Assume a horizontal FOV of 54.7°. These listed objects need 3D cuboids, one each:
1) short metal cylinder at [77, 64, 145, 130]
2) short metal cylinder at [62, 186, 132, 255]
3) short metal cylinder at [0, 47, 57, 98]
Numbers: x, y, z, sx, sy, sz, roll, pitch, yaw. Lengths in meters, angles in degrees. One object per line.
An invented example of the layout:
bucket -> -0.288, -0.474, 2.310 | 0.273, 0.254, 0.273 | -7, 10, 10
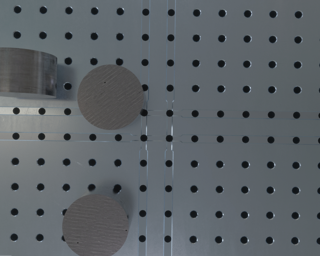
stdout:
short metal cylinder -> -0.060, -0.038, 0.400 | 0.081, 0.050, 0.079 | 0, 90, 0
short metal cylinder -> -0.078, 0.120, 0.400 | 0.081, 0.050, 0.079 | 0, 90, 0
short metal cylinder -> -0.170, -0.065, 0.384 | 0.081, 0.080, 0.050 | 1, 90, 0
